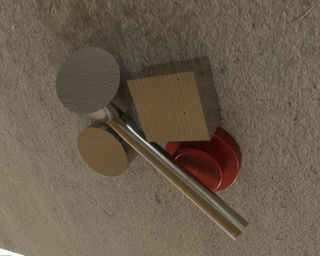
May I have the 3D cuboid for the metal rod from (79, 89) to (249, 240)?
[{"bbox_3d":[-0.019,0.022,0.388,0.300,0.025,0.025,40,130,17],"label":"metal rod"}]

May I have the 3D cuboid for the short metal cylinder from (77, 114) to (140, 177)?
[{"bbox_3d":[-0.069,0.022,0.444,0.080,0.050,0.079,13,124,21],"label":"short metal cylinder"}]

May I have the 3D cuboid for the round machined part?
[{"bbox_3d":[0.051,0.044,0.397,0.098,0.042,0.097,13,124,21],"label":"round machined part"}]

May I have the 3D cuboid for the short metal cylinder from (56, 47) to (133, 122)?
[{"bbox_3d":[-0.077,-0.051,0.377,0.080,0.050,0.080,-2,80,14],"label":"short metal cylinder"}]

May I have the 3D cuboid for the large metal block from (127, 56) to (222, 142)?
[{"bbox_3d":[0.019,-0.031,0.360,0.080,0.050,0.080,-3,117,29],"label":"large metal block"}]
